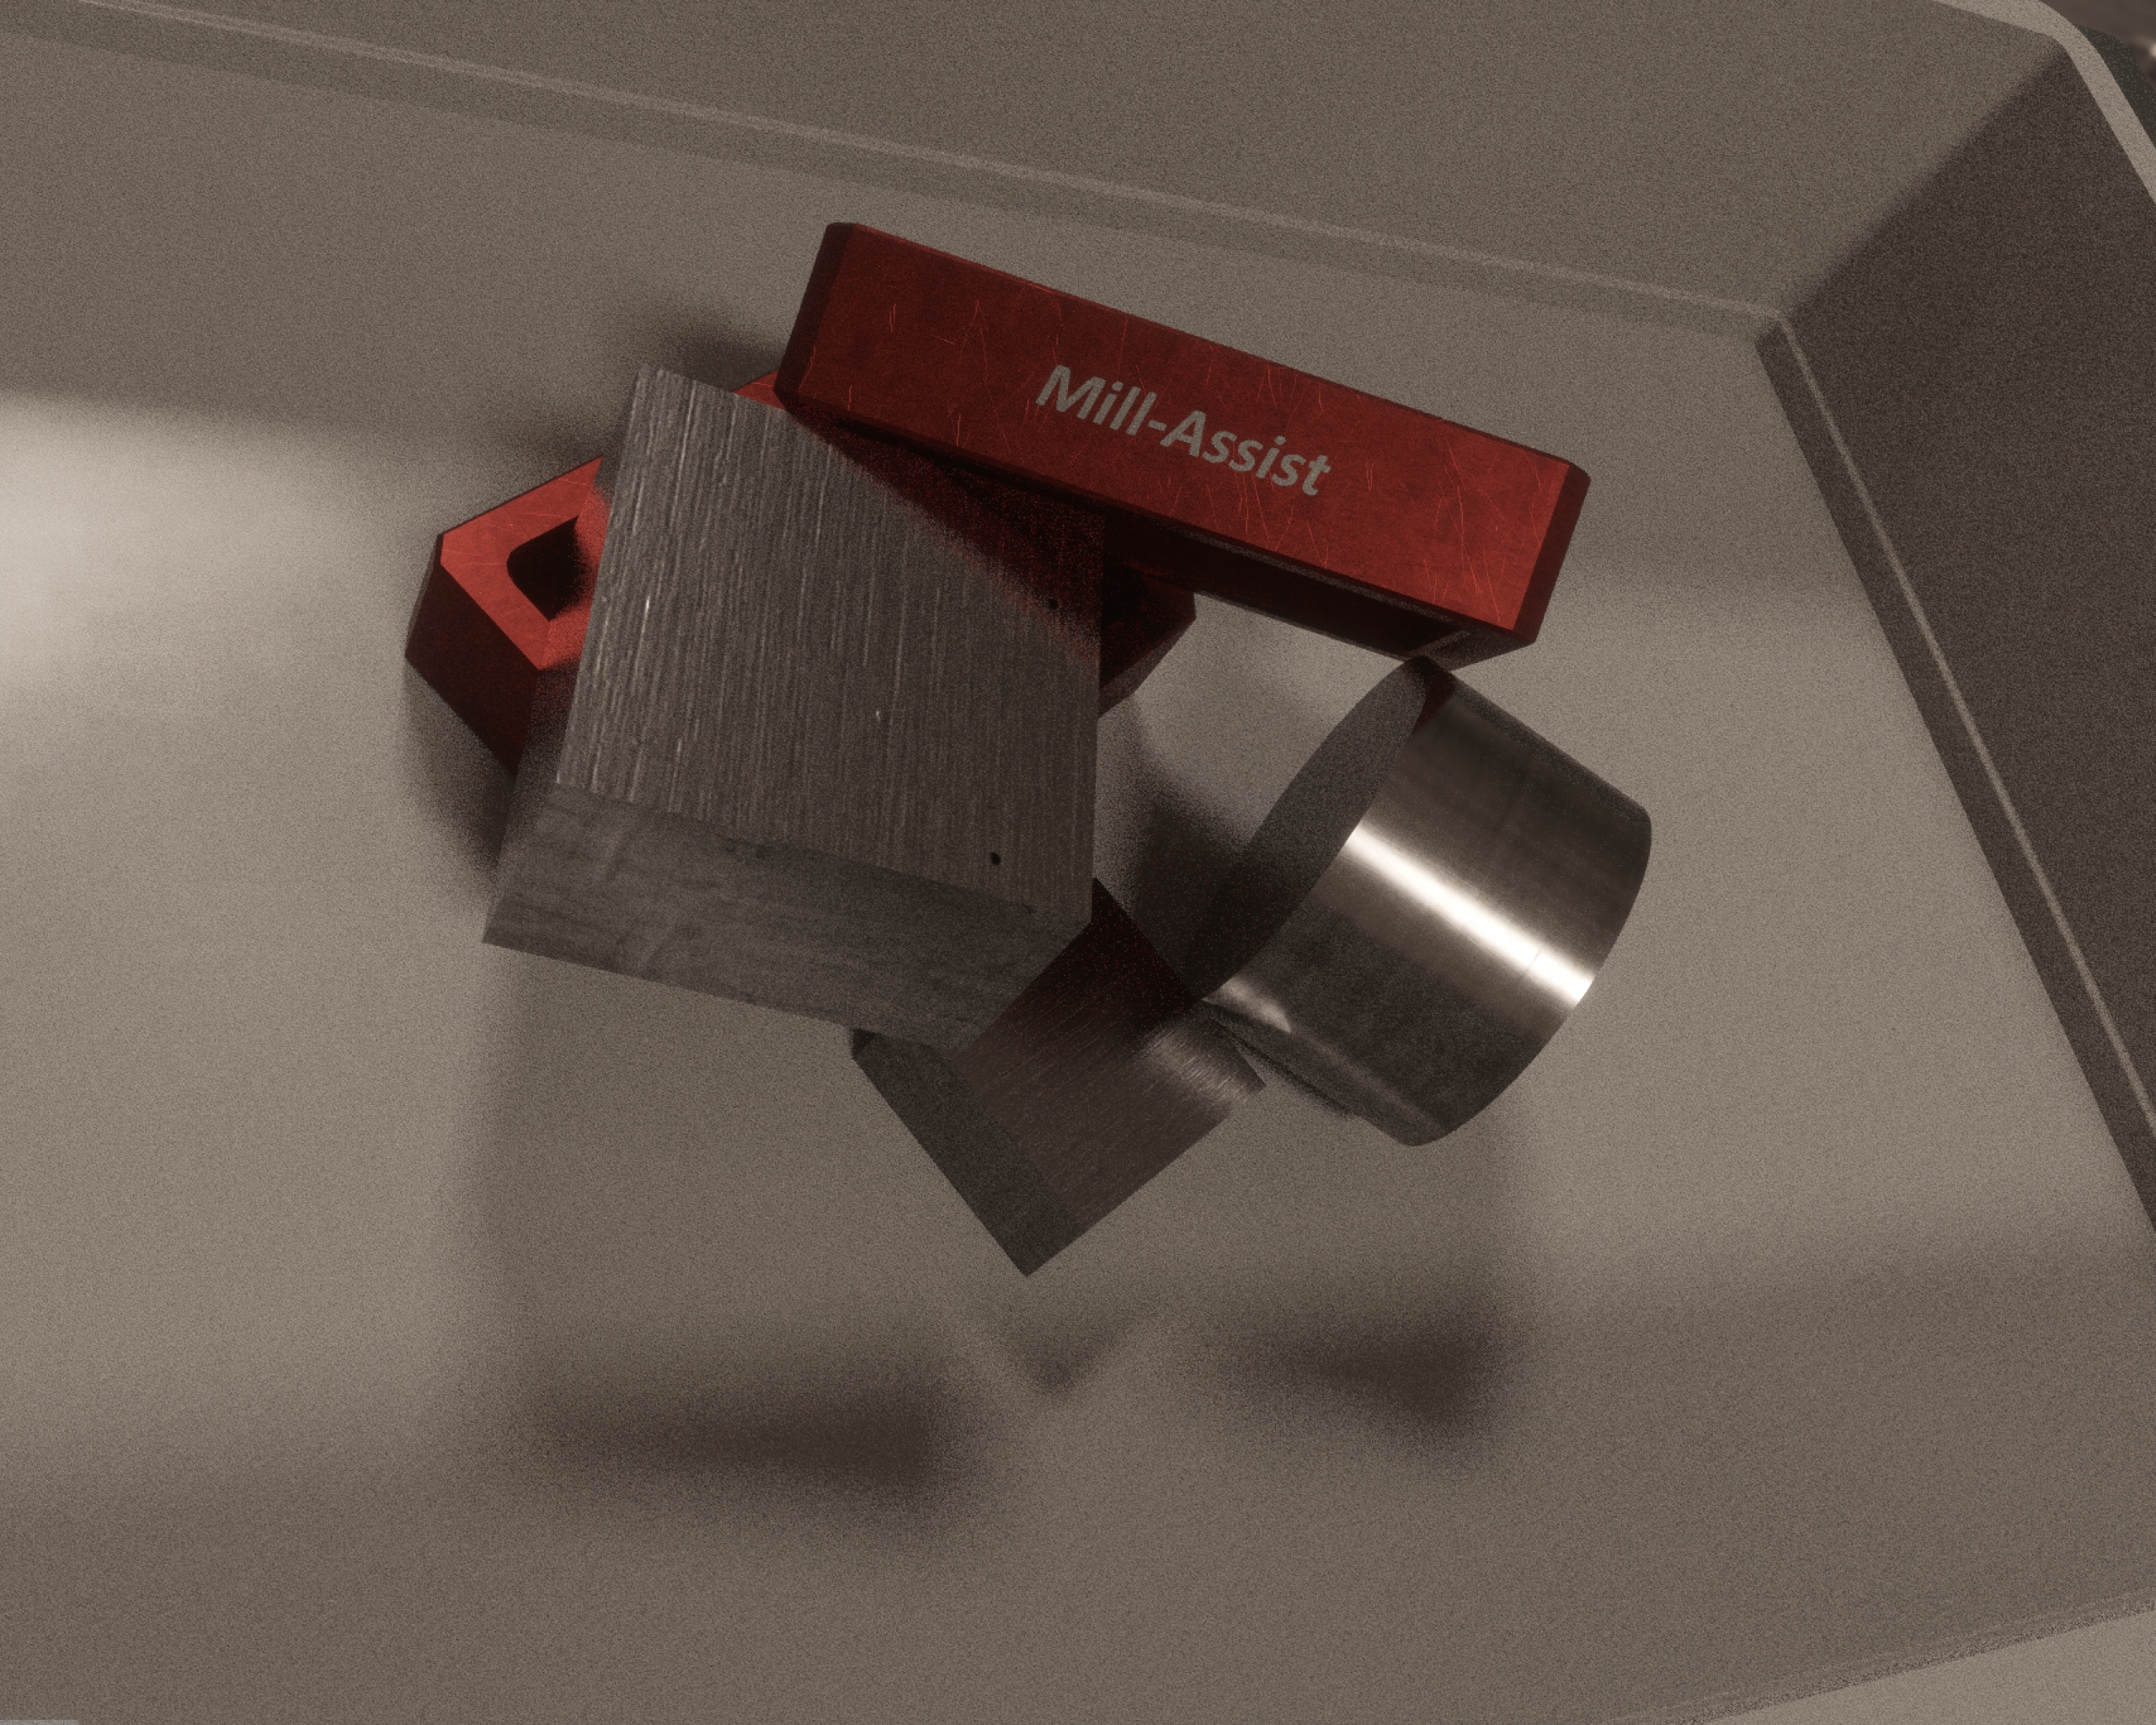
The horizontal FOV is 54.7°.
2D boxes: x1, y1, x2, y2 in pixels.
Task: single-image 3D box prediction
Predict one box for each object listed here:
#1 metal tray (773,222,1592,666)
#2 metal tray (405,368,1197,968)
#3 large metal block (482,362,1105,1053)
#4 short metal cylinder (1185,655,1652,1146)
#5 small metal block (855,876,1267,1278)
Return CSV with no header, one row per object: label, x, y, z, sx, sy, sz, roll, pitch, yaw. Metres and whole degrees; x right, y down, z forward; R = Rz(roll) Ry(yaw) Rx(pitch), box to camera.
metal tray,0.017,-0.071,0.379,0.131,0.090,0.030,18,92,-1
metal tray,-0.049,-0.047,0.403,0.090,0.030,0.131,47,51,4
large metal block,-0.044,-0.023,0.338,0.081,0.050,0.080,15,56,-20
short metal cylinder,0.064,0.007,0.401,0.050,0.080,0.080,34,51,-6
small metal block,-0.003,0.038,0.380,0.050,0.025,0.050,-33,80,-38
